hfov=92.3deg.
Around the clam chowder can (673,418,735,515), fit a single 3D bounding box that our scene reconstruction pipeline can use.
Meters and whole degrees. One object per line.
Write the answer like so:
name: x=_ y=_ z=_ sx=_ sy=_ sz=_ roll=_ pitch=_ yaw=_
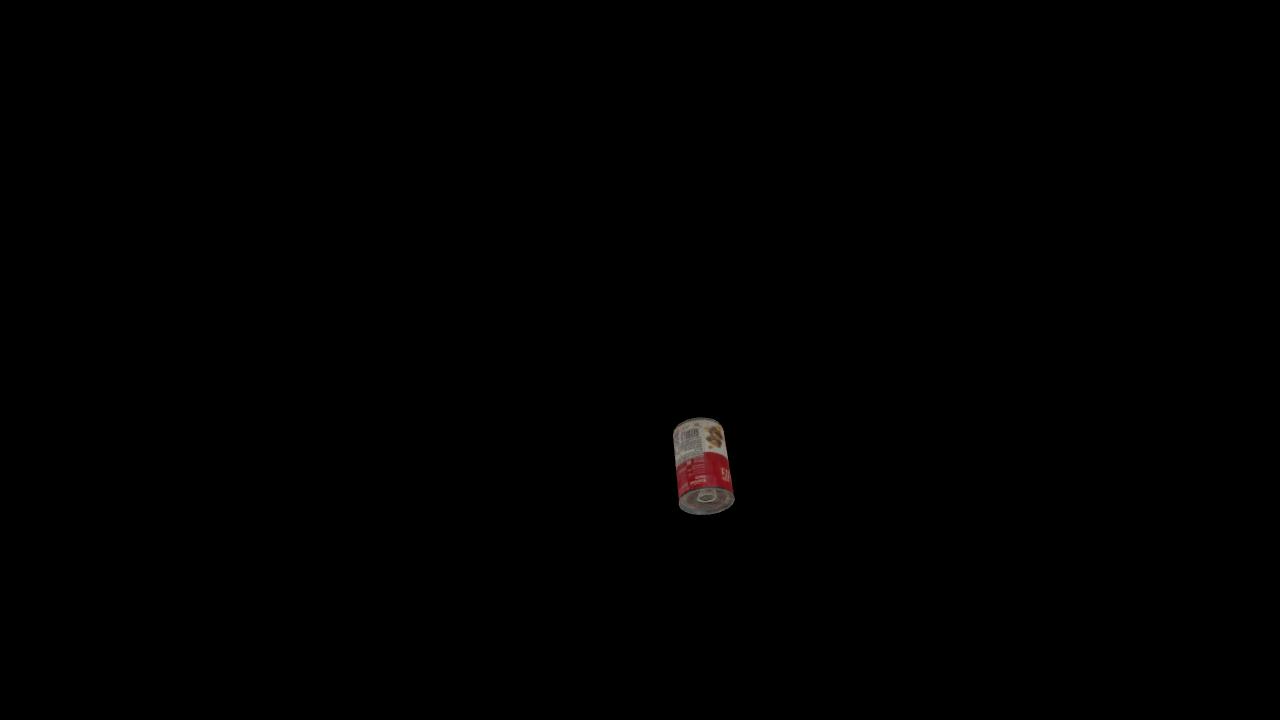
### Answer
clam chowder can: x=0.077 y=0.131 z=0.765 sx=0.068 sy=0.102 sz=0.068 roll=-2 pitch=-40 yaw=-2
